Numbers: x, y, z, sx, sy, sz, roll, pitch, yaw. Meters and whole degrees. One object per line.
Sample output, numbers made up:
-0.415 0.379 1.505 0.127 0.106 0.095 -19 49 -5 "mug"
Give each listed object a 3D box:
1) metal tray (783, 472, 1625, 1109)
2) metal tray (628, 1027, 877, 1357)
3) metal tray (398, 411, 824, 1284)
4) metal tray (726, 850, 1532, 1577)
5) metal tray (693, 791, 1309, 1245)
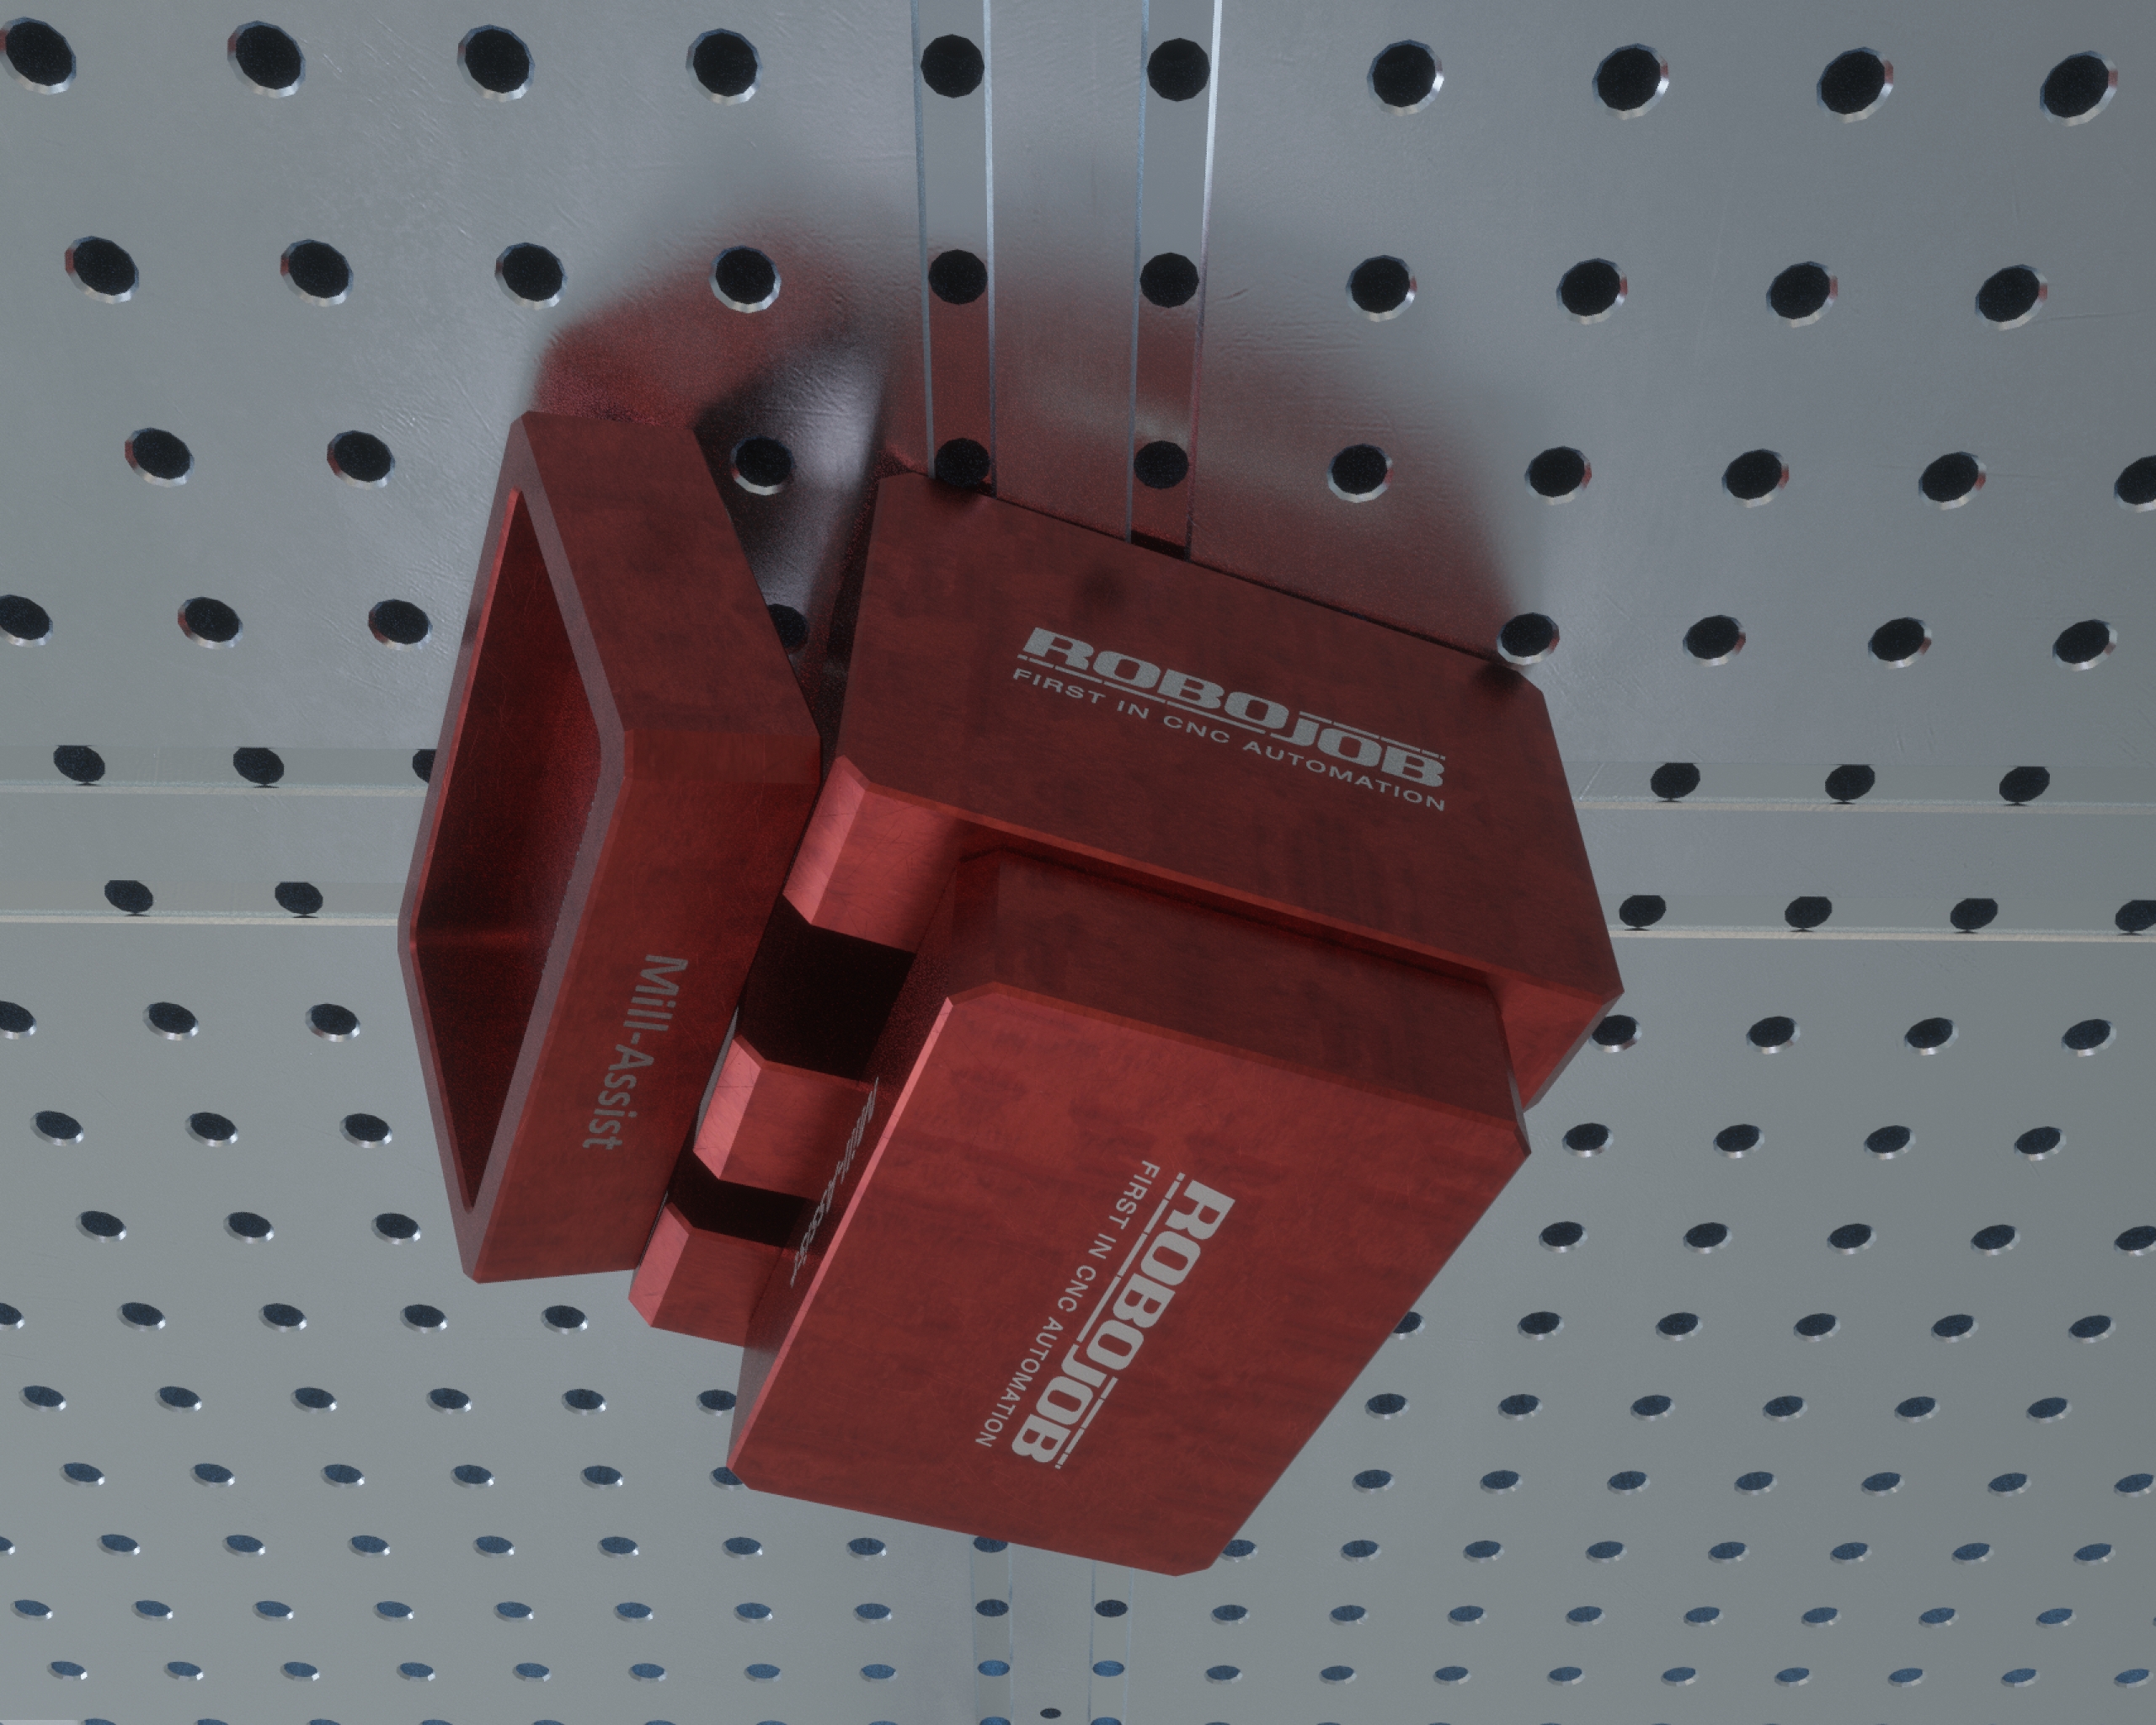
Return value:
0.021 -0.013 0.356 0.131 0.090 0.030 16 129 -13 "metal tray"
-0.017 0.062 0.421 0.131 0.090 0.030 16 128 -14 "metal tray"
-0.087 0.000 0.364 0.030 0.090 0.129 1 134 -30 "metal tray"
0.003 0.064 0.343 0.091 0.030 0.129 16 128 -13 "metal tray"
0.000 0.029 0.392 0.131 0.090 0.030 15 127 -14 "metal tray"
